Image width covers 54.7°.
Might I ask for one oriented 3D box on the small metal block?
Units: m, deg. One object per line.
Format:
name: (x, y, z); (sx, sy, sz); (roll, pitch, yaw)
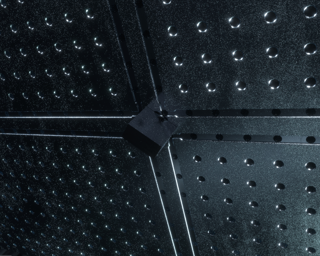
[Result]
small metal block: (-0.013, 0.005, 0.403); (0.050, 0.050, 0.025); (35, 129, 5)
